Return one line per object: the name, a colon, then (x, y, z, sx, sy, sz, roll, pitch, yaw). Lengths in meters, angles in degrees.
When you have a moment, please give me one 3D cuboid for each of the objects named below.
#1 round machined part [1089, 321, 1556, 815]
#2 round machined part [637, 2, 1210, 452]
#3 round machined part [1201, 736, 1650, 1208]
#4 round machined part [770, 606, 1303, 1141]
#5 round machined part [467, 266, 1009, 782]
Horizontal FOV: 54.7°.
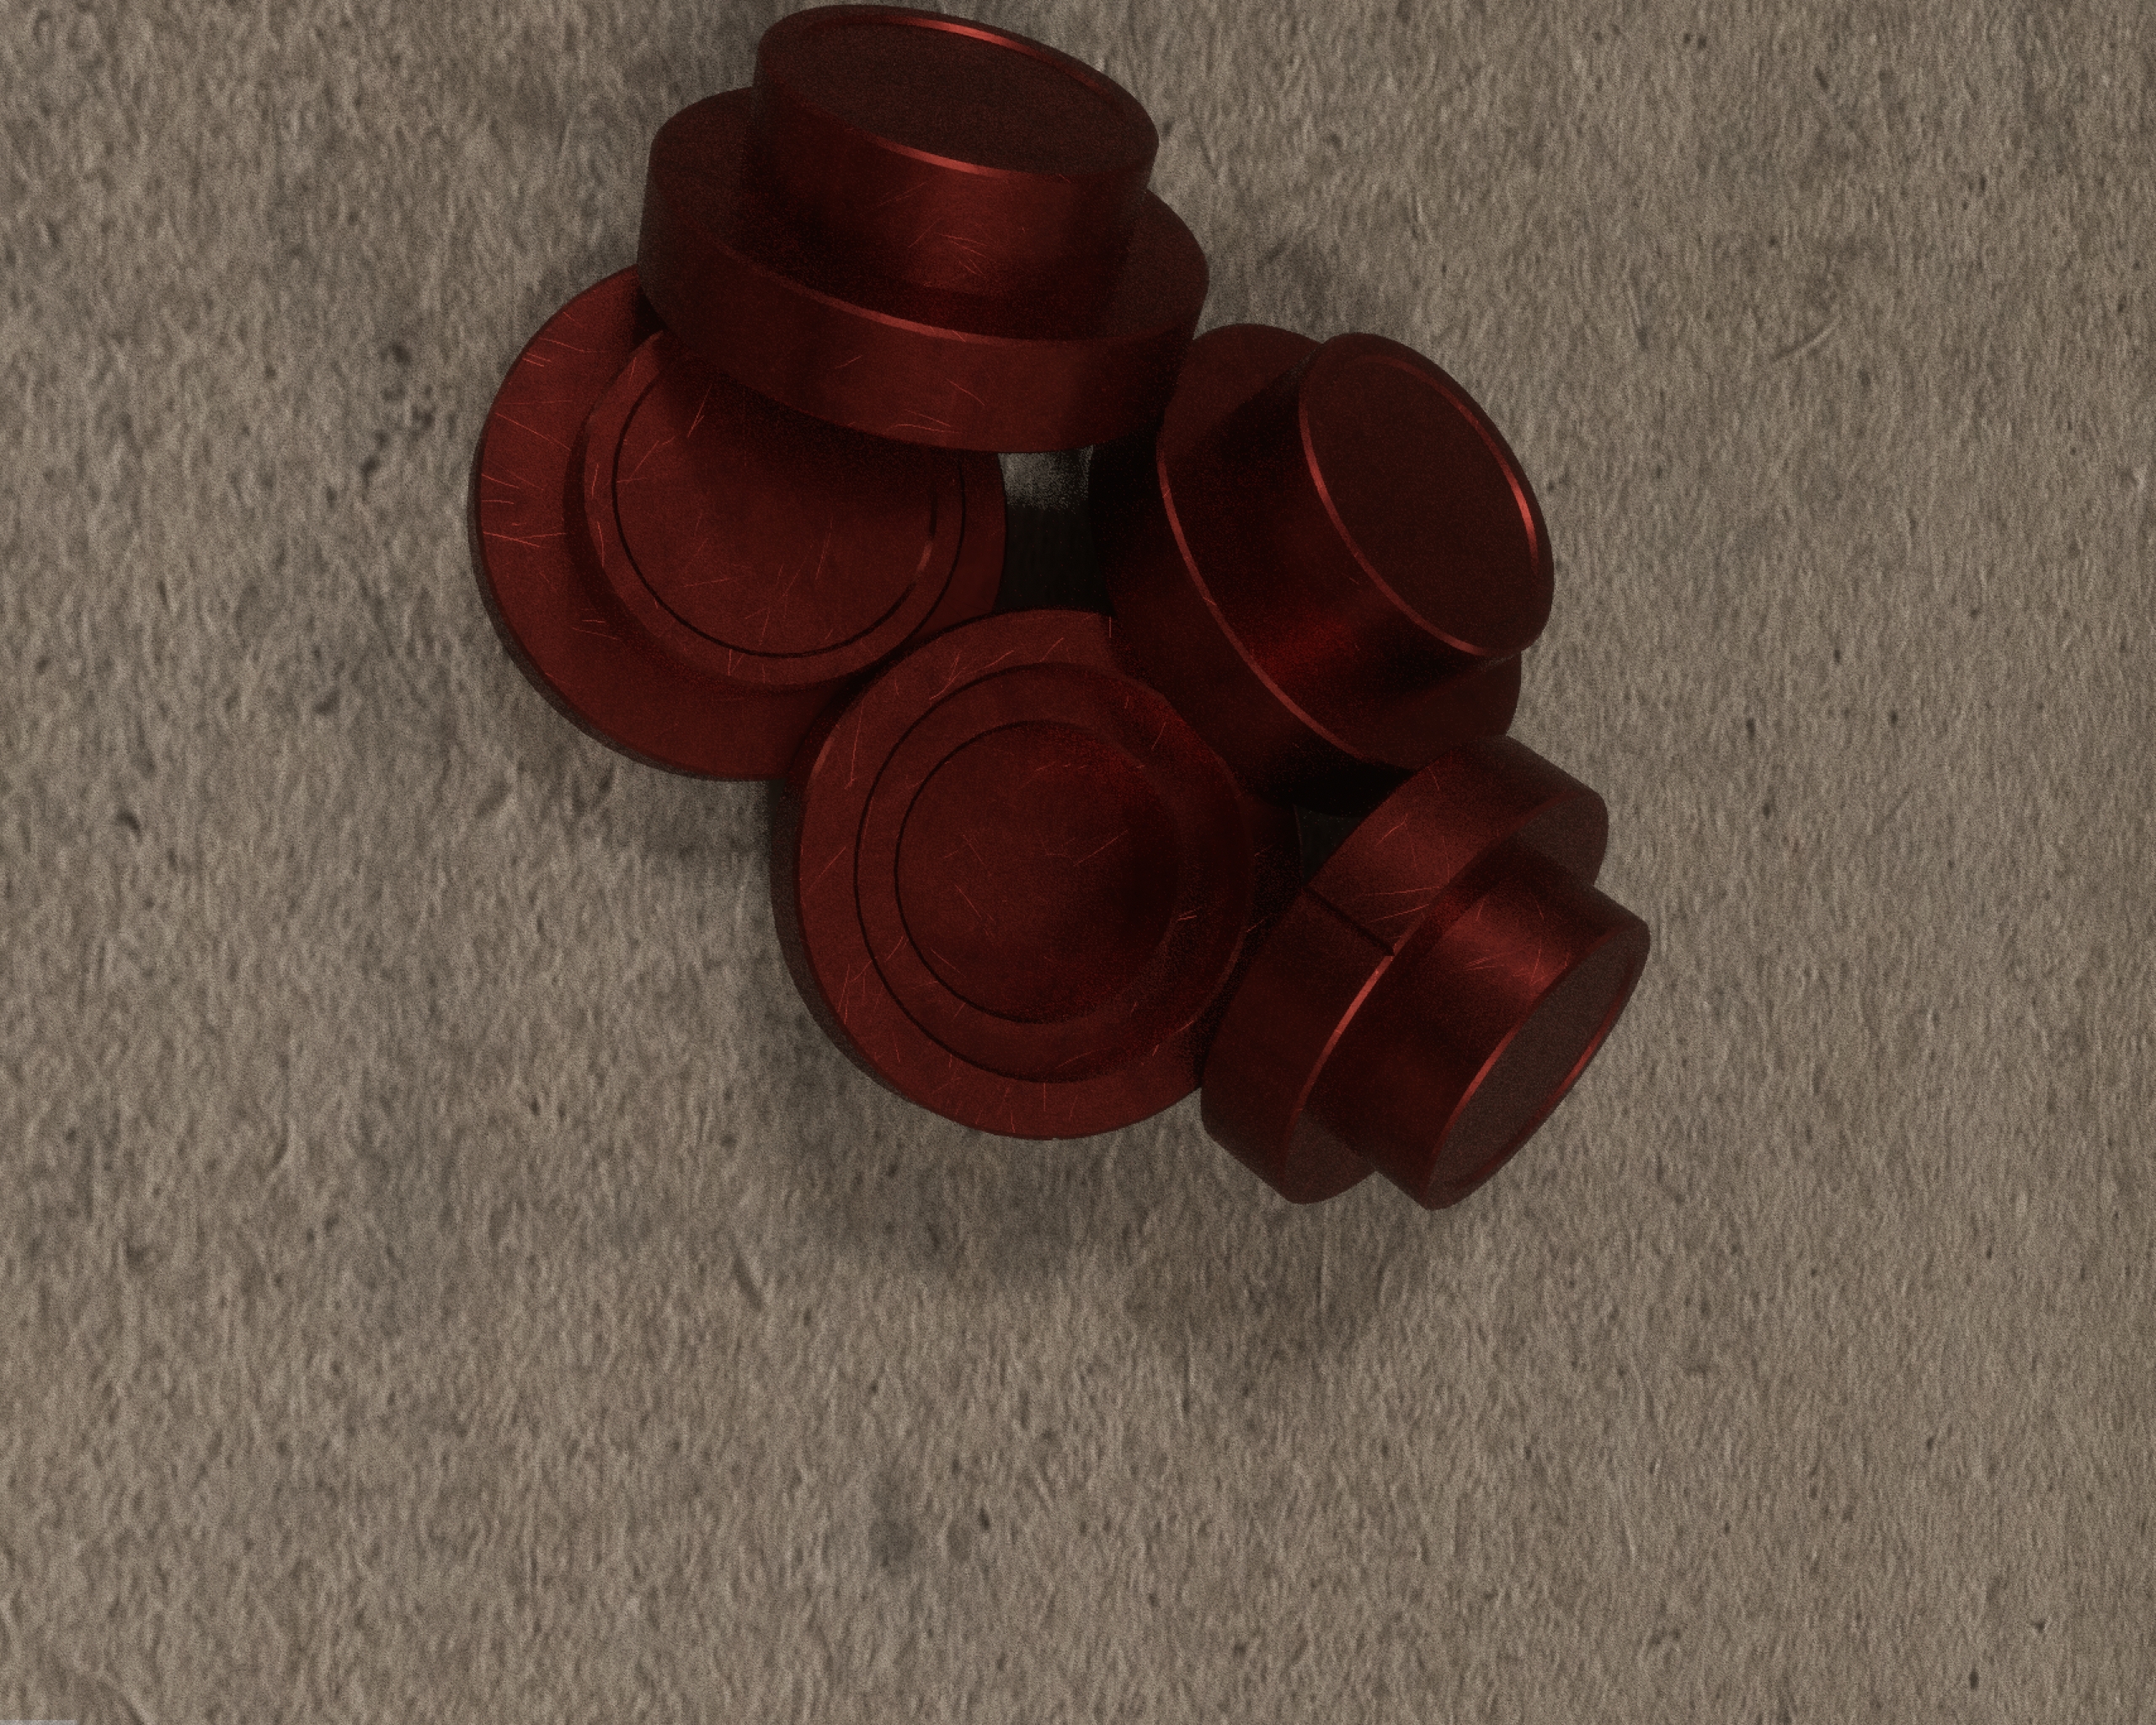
round machined part: (0.053, -0.061, 0.399, 0.099, 0.042, 0.098, 21, 55, -33)
round machined part: (-0.024, -0.115, 0.362, 0.099, 0.098, 0.042, 1, 132, -20)
round machined part: (0.072, 0.028, 0.400, 0.042, 0.098, 0.098, 38, 74, 26)
round machined part: (-0.010, 0.002, 0.398, 0.099, 0.042, 0.097, 0, 90, -21)
round machined part: (-0.059, -0.064, 0.381, 0.099, 0.042, 0.097, 0, 90, -21)
